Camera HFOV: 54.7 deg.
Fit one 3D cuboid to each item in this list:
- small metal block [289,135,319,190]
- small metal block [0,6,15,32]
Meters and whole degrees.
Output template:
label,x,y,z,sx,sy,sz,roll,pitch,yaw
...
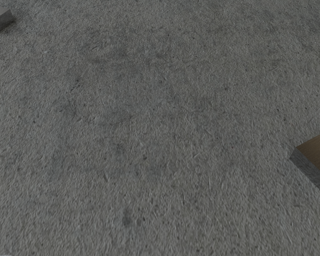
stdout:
label,x,y,z,sx,sy,sz,roll,pitch,yaw
small metal block,0.196,0.038,0.372,0.050,0.025,0.050,-23,54,-18
small metal block,-0.309,-0.201,0.570,0.050,0.025,0.050,19,52,15
